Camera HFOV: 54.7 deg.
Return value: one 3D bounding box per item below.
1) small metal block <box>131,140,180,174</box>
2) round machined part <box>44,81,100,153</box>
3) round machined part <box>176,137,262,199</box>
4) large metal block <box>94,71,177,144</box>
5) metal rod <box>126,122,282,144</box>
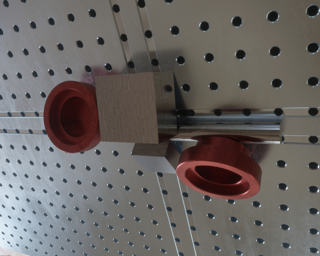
[{"bbox_3d":[-0.003,0.039,0.425,0.050,0.025,0.050,1,148,28],"label":"small metal block"},{"bbox_3d":[-0.112,-0.015,0.433,0.098,0.042,0.097,1,93,28],"label":"round machined part"},{"bbox_3d":[0.072,0.046,0.375,0.098,0.042,0.098,14,148,9],"label":"round machined part"},{"bbox_3d":[-0.028,-0.026,0.379,0.080,0.050,0.079,1,101,27],"label":"large metal block"},{"bbox_3d":[0.002,0.004,0.414,0.300,0.025,0.025,1,119,27],"label":"metal rod"}]
